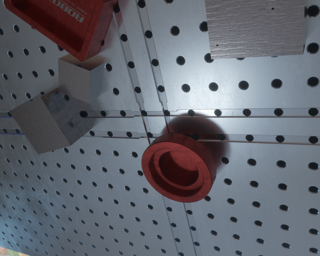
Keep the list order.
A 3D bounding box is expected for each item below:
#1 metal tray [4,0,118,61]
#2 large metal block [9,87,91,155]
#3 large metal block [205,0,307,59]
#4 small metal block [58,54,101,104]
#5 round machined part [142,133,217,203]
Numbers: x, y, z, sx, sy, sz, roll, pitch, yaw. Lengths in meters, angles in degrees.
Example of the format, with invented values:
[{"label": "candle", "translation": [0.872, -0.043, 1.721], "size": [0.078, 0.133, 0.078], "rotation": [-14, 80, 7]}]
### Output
[{"label": "metal tray", "translation": [-0.124, -0.155, 0.377], "size": [0.130, 0.030, 0.089], "rotation": [36, 129, 4]}, {"label": "large metal block", "translation": [-0.168, -0.012, 0.476], "size": [0.080, 0.050, 0.080], "rotation": [-15, 111, 34]}, {"label": "large metal block", "translation": [0.088, -0.111, 0.280], "size": [0.080, 0.050, 0.080], "rotation": [3, 120, 26]}, {"label": "small metal block", "translation": [-0.111, -0.069, 0.428], "size": [0.050, 0.025, 0.050], "rotation": [22, 127, 14]}, {"label": "round machined part", "translation": [0.028, 0.049, 0.416], "size": [0.098, 0.042, 0.097], "rotation": [13, 124, 21]}]
